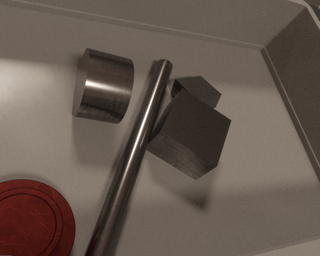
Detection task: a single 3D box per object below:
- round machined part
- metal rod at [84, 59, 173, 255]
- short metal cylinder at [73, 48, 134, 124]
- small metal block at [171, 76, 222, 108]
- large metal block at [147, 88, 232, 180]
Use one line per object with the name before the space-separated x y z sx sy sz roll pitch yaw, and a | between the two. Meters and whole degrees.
round machined part | -0.124 0.091 0.273 0.099 0.042 0.098 14 56 -21
metal rod | -0.028 0.021 0.378 0.025 0.025 0.300 26 52 -12
short metal cylinder | -0.068 -0.048 0.364 0.050 0.080 0.080 10 57 -23
small metal block | 0.053 -0.051 0.456 0.050 0.025 0.050 -13 48 -34
large metal block | 0.038 0.008 0.407 0.080 0.050 0.080 33 51 -8
